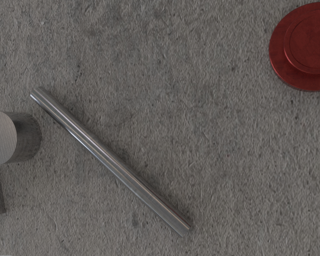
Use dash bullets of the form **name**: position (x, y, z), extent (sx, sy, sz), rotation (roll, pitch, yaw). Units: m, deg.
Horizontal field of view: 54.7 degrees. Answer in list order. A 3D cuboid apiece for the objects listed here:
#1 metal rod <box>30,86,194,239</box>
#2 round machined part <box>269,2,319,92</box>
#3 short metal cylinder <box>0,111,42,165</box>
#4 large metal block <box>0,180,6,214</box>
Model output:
- **metal rod**: position (-0.076, 0.039, 0.435), extent (0.300, 0.025, 0.025), rotation (40, 103, 15)
- **round machined part**: position (0.171, -0.090, 0.339), extent (0.098, 0.042, 0.097), rotation (0, 90, 20)
- **short metal cylinder**: position (-0.233, 0.014, 0.478), extent (0.080, 0.050, 0.079), rotation (0, 90, 20)
- **large metal block**: position (-0.309, 0.111, 0.505), extent (0.080, 0.050, 0.080), rotation (-15, 85, 19)
